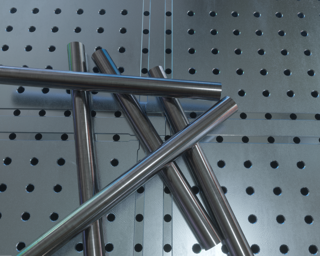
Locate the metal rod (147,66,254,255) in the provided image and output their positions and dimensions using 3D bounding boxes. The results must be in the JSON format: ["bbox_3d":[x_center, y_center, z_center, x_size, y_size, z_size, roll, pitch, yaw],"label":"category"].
[{"bbox_3d":[0.051,0.049,0.394,0.025,0.025,0.299,-21,72,-8],"label":"metal rod"}]

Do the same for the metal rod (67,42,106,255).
[{"bbox_3d":[-0.098,0.019,0.403,0.025,0.025,0.299,-9,70,-4],"label":"metal rod"}]

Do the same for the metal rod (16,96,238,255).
[{"bbox_3d":[-0.027,0.056,0.364,0.301,0.025,0.025,-36,74,-13],"label":"metal rod"}]

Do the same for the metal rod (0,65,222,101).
[{"bbox_3d":[-0.072,-0.059,0.406,0.302,0.025,0.025,5,70,1],"label":"metal rod"}]

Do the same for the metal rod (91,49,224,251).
[{"bbox_3d":[-0.012,0.015,0.405,0.025,0.025,0.299,-29,73,-10],"label":"metal rod"}]
